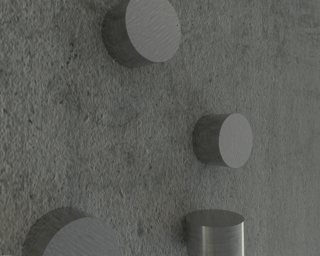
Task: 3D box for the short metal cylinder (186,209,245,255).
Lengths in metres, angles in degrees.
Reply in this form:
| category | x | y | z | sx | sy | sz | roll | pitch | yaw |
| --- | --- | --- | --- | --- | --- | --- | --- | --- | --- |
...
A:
| category | x | y | z | sx | sy | sz | roll | pitch | yaw |
| --- | --- | --- | --- | --- | --- | --- | --- | --- | --- |
| short metal cylinder | 0.077 | 0.150 | 0.434 | 0.081 | 0.080 | 0.050 | -2 | 92 | -40 |

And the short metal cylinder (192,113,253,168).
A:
| category | x | y | z | sx | sy | sz | roll | pitch | yaw |
| --- | --- | --- | --- | --- | --- | --- | --- | --- | --- |
| short metal cylinder | 0.095 | 0.018 | 0.468 | 0.081 | 0.050 | 0.080 | 0 | 90 | -40 |

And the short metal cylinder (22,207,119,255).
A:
| category | x | y | z | sx | sy | sz | roll | pitch | yaw |
| --- | --- | --- | --- | --- | --- | --- | --- | --- | --- |
| short metal cylinder | -0.090 | 0.125 | 0.313 | 0.081 | 0.050 | 0.080 | 0 | 90 | -40 |

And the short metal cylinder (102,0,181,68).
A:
| category | x | y | z | sx | sy | sz | roll | pitch | yaw |
| --- | --- | --- | --- | --- | --- | --- | --- | --- | --- |
| short metal cylinder | -0.021 | -0.115 | 0.370 | 0.081 | 0.050 | 0.080 | 0 | 90 | -40 |
